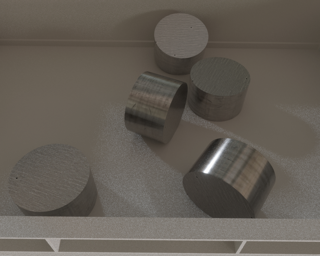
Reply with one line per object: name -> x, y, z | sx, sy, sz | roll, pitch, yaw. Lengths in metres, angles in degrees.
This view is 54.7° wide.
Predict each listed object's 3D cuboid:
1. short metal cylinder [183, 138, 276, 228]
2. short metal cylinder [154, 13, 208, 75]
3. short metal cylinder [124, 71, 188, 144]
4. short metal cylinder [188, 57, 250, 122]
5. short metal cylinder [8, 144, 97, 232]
short metal cylinder -> 0.071, 0.057, 0.323 | 0.080, 0.080, 0.050 | 29, 56, 21
short metal cylinder -> 0.031, -0.130, 0.482 | 0.081, 0.050, 0.080 | 1, 70, -2
short metal cylinder -> -0.003, -0.026, 0.391 | 0.050, 0.080, 0.080 | 19, 53, 15
short metal cylinder -> 0.081, -0.055, 0.436 | 0.081, 0.050, 0.080 | 0, 50, 0
short metal cylinder -> -0.112, 0.064, 0.334 | 0.081, 0.050, 0.080 | 0, 50, 0
